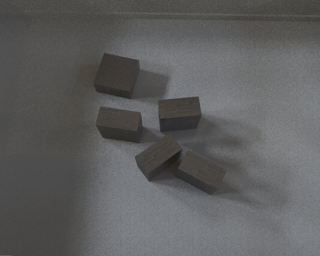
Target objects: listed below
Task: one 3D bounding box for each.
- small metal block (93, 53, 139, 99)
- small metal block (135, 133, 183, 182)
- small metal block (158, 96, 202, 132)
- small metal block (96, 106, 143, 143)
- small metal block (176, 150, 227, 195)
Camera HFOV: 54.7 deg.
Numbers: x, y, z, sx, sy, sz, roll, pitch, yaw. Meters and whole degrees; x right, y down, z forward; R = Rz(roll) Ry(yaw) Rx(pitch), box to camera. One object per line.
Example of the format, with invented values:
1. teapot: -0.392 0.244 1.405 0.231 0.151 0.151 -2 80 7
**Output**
1. small metal block: -0.060 -0.073 0.436 0.050 0.025 0.050 13 70 4
2. small metal block: -0.001 0.037 0.383 0.050 0.050 0.025 -35 74 -12
3. small metal block: 0.024 -0.017 0.403 0.050 0.050 0.025 -6 70 -3
4. small metal block: -0.050 -0.003 0.397 0.050 0.050 0.025 9 71 3
5. small metal block: 0.048 0.056 0.377 0.050 0.050 0.025 27 72 9
